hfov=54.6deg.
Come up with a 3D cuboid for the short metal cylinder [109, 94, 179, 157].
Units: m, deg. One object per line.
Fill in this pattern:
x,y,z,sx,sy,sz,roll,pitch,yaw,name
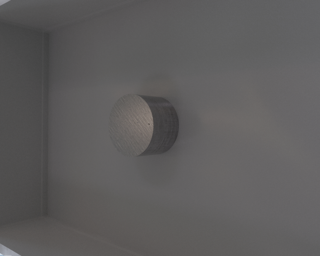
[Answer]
-0.022,-0.003,0.410,0.080,0.050,0.080,0,90,40,short metal cylinder
